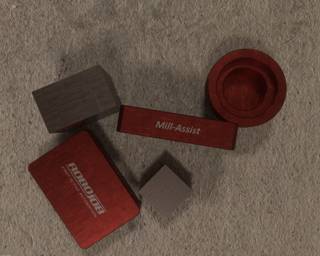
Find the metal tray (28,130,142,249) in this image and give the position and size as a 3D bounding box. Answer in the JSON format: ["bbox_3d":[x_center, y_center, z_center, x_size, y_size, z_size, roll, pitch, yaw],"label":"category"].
[{"bbox_3d":[-0.096,0.078,0.406,0.090,0.030,0.130,-34,90,-1],"label":"metal tray"}]

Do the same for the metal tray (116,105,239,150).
[{"bbox_3d":[0.019,-0.001,0.377,0.131,0.090,0.030,9,91,-1],"label":"metal tray"}]

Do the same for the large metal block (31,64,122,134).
[{"bbox_3d":[-0.095,-0.032,0.381,0.080,0.080,0.050,-23,90,0],"label":"large metal block"}]

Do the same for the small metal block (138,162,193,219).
[{"bbox_3d":[0.007,0.082,0.410,0.050,0.025,0.050,45,90,-1],"label":"small metal block"}]

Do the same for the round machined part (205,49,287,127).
[{"bbox_3d":[0.107,-0.049,0.401,0.099,0.042,0.097,0,87,-2],"label":"round machined part"}]
